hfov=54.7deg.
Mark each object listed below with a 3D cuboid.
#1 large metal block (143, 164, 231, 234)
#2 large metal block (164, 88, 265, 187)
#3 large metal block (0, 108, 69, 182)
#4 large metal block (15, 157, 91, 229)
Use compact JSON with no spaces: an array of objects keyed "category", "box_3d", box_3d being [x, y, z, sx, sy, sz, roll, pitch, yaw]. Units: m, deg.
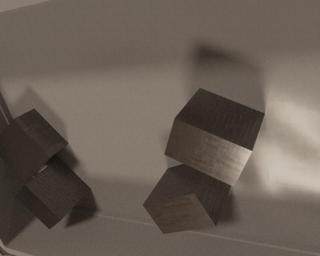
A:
[{"category":"large metal block","box_3d":[0.038,0.086,0.406,0.080,0.080,0.050,-22,107,36]},{"category":"large metal block","box_3d":[0.062,0.006,0.344,0.080,0.080,0.050,24,127,13]},{"category":"large metal block","box_3d":[-0.215,0.029,0.512,0.080,0.050,0.080,-40,96,28]},{"category":"large metal block","box_3d":[-0.183,0.111,0.536,0.080,0.080,0.050,46,129,-4]}]
